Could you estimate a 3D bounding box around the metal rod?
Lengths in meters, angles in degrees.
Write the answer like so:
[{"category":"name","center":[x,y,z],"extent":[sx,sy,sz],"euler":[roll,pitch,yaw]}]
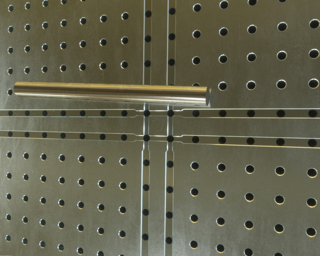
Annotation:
[{"category":"metal rod","center":[-0.081,-0.051,0.441],"extent":[0.301,0.025,0.025],"euler":[4,92,20]}]
